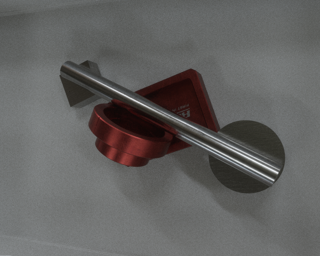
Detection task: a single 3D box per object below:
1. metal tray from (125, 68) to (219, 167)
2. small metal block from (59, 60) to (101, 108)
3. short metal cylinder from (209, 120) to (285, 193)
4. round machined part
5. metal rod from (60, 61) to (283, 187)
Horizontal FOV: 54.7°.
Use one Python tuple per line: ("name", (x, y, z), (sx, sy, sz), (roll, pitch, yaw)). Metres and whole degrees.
("metal tray", (0.003, -0.011, 0.404), (0.130, 0.030, 0.090), (-20, 84, 18))
("small metal block", (-0.110, -0.062, 0.446), (0.050, 0.025, 0.050), (-23, 83, 18))
("short metal cylinder", (0.101, 0.031, 0.360), (0.080, 0.050, 0.079), (0, 90, 19))
("round machined part", (-0.038, 0.011, 0.369), (0.098, 0.098, 0.042), (29, 107, 17))
("metal rod", (-0.006, -0.016, 0.367), (0.300, 0.025, 0.025), (28, 99, 24))
